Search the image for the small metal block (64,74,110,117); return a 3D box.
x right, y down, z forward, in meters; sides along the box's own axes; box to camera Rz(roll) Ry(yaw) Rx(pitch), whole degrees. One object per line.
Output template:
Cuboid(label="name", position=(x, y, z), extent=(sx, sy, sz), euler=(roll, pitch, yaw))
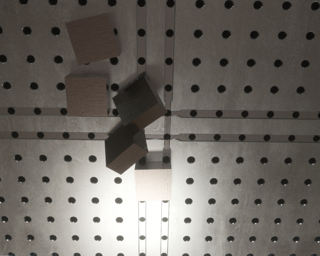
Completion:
Cuboid(label="small metal block", position=(-0.091, -0.043, 0.396), extent=(0.050, 0.025, 0.050), euler=(1, 110, -1))

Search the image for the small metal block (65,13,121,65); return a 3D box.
Cuboid(label="small metal block", position=(-0.079, -0.107, 0.373), extent=(0.050, 0.025, 0.050), euler=(-12, 110, 4))

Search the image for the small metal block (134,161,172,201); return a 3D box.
Cuboid(label="small metal block", position=(-0.009, 0.075, 0.441), extent=(0.050, 0.025, 0.050), euler=(-1, 110, 0))

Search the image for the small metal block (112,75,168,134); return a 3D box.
Cuboid(label="small metal block", position=(-0.026, -0.029, 0.387), extent=(0.050, 0.050, 0.025), euler=(-34, 145, 11))

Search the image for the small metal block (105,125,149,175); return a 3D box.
Cuboid(label="small metal block", position=(-0.045, 0.024, 0.403), extent=(0.050, 0.050, 0.025), euler=(-40, 126, 19))
